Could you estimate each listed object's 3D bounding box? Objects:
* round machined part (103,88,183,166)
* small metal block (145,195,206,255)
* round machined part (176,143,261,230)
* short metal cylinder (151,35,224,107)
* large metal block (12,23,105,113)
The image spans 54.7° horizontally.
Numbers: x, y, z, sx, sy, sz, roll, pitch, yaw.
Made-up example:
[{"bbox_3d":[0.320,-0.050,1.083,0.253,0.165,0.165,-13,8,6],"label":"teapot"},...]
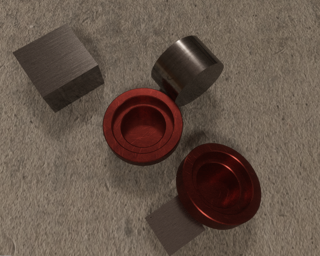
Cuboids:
[{"bbox_3d":[-0.021,0.001,0.398,0.099,0.042,0.098,0,70,0],"label":"round machined part"},{"bbox_3d":[0.017,0.114,0.367,0.050,0.025,0.050,-32,74,-12],"label":"small metal block"},{"bbox_3d":[0.064,0.070,0.362,0.099,0.042,0.098,11,55,-16],"label":"round machined part"},{"bbox_3d":[0.036,-0.073,0.406,0.080,0.080,0.050,-35,74,-12],"label":"short metal cylinder"},{"bbox_3d":[-0.136,-0.081,0.423,0.080,0.050,0.080,-34,74,-12],"label":"large metal block"}]
